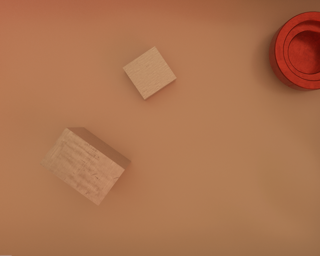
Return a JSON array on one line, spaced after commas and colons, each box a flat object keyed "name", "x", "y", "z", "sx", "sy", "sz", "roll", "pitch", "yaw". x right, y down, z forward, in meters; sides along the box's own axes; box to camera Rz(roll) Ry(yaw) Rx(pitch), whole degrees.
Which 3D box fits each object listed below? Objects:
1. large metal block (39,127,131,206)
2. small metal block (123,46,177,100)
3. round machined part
[{"name": "large metal block", "x": -0.086, "y": 0.043, "z": 0.383, "sx": 0.080, "sy": 0.080, "sz": 0.050, "roll": 36, "pitch": 90, "yaw": -1}, {"name": "small metal block", "x": -0.013, "y": -0.071, "z": 0.411, "sx": 0.050, "sy": 0.025, "sz": 0.050, "roll": -34, "pitch": 90, "yaw": 0}, {"name": "round machined part", "x": 0.191, "y": -0.096, "z": 0.405, "sx": 0.099, "sy": 0.042, "sz": 0.097, "roll": 0, "pitch": 90, "yaw": -1}]
